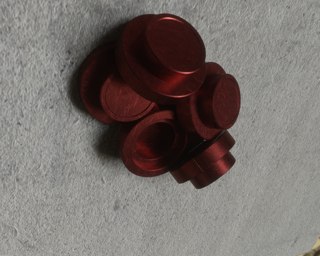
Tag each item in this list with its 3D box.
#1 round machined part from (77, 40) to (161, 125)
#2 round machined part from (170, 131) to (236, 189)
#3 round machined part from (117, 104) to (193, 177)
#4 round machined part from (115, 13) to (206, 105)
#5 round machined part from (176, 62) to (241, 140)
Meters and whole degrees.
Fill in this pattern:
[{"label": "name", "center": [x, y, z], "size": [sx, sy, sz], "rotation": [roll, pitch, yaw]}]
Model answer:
[{"label": "round machined part", "center": [-0.040, -0.046, 0.350], "size": [0.099, 0.042, 0.097], "rotation": [-14, 125, -21]}, {"label": "round machined part", "center": [0.065, 0.047, 0.428], "size": [0.098, 0.098, 0.042], "rotation": [-37, 89, -4]}, {"label": "round machined part", "center": [-0.009, 0.012, 0.401], "size": [0.099, 0.042, 0.097], "rotation": [-14, 125, -21]}, {"label": "round machined part", "center": [0.007, -0.077, 0.318], "size": [0.099, 0.098, 0.042], "rotation": [1, 160, -29]}, {"label": "round machined part", "center": [0.067, -0.033, 0.387], "size": [0.099, 0.042, 0.097], "rotation": [-8, 101, -49]}]
